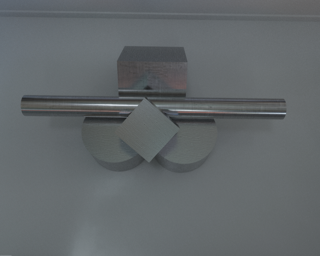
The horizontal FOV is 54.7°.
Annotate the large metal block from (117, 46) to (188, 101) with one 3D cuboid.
[{"bbox_3d":[-0.009,-0.071,0.399,0.081,0.050,0.080,1,27,0],"label":"large metal block"}]

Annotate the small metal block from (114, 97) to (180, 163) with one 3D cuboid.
[{"bbox_3d":[-0.014,0.001,0.343,0.050,0.025,0.050,41,96,-6],"label":"small metal block"}]

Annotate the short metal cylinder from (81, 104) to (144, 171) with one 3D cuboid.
[{"bbox_3d":[-0.053,0.010,0.391,0.081,0.050,0.080,0,70,0],"label":"short metal cylinder"}]

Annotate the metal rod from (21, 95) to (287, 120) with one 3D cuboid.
[{"bbox_3d":[-0.007,-0.024,0.364,0.302,0.025,0.025,1,70,0],"label":"metal rod"}]

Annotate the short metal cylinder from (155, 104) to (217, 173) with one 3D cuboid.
[{"bbox_3d":[0.028,0.012,0.391,0.081,0.050,0.080,0,70,0],"label":"short metal cylinder"}]
